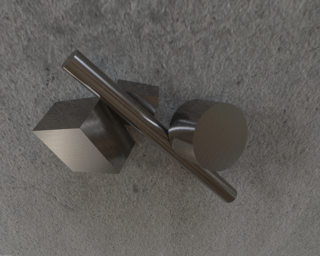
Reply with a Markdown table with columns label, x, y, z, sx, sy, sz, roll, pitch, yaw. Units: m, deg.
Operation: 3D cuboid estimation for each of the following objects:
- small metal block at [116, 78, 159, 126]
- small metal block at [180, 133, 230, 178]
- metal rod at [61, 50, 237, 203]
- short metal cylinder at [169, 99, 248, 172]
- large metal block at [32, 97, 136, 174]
| label | x | y | z | sx | sy | sz | roll | pitch | yaw |
| --- | --- | --- | --- | --- | --- | --- | --- | --- | --- |
| small metal block | -0.031 | -0.029 | 0.384 | 0.050 | 0.025 | 0.050 | 9 | 130 | -9 |
| small metal block | 0.063 | 0.040 | 0.445 | 0.050 | 0.025 | 0.050 | 19 | 128 | -16 |
| metal rod | 0.006 | 0.015 | 0.389 | 0.025 | 0.025 | 0.300 | -34 | 123 | 25 |
| short metal cylinder | 0.058 | 0.007 | 0.373 | 0.081 | 0.050 | 0.079 | -6 | 103 | -29 |
| large metal block | -0.090 | 0.011 | 0.379 | 0.080 | 0.050 | 0.080 | -3 | 136 | 33 |
